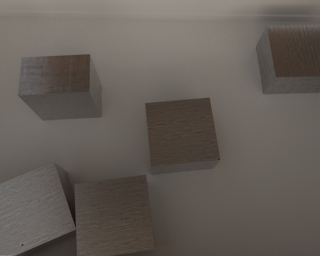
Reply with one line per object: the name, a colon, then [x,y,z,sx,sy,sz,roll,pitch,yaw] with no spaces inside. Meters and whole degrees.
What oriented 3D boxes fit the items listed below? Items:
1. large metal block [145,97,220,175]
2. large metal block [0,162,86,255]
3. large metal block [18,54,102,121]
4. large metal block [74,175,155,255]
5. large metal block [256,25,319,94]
large metal block: [0.026,0.011,0.393,0.081,0.050,0.080,-5,70,-2]
large metal block: [-0.142,0.097,0.359,0.080,0.050,0.080,-22,72,-8]
large metal block: [-0.122,-0.049,0.397,0.081,0.080,0.050,-3,70,-2]
large metal block: [-0.051,0.103,0.358,0.081,0.050,0.080,-7,70,-3]
large metal block: [0.187,-0.095,0.433,0.081,0.050,0.080,-2,70,-1]
